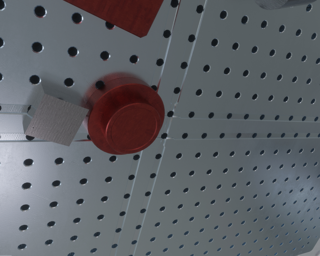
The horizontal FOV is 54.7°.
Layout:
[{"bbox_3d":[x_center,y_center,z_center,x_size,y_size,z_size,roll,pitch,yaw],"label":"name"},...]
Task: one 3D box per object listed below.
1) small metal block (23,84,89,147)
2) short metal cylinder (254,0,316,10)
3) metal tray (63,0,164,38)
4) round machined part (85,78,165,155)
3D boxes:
[{"bbox_3d":[-0.115,-0.013,0.341,0.050,0.025,0.050,21,107,-36],"label":"small metal block"},{"bbox_3d":[0.143,-0.177,0.344,0.050,0.080,0.079,-16,125,-20],"label":"short metal cylinder"},{"bbox_3d":[-0.053,-0.152,0.285,0.131,0.030,0.089,17,110,-35],"label":"metal tray"},{"bbox_3d":[-0.038,-0.008,0.374,0.099,0.042,0.097,-14,124,-21],"label":"round machined part"}]
